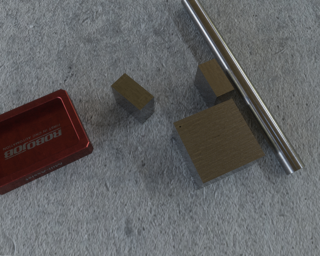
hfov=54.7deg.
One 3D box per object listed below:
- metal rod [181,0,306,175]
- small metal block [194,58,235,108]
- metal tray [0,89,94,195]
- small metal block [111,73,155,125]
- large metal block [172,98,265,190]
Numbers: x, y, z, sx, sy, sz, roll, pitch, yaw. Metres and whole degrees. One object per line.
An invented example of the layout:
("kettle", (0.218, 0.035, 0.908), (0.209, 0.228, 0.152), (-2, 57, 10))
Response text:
("metal rod", (0.108, -0.073, 0.436), (0.025, 0.025, 0.299), (-24, 72, -9))
("small metal block", (0.071, -0.056, 0.416), (0.025, 0.050, 0.050), (-25, 72, -9))
("metal tray", (-0.164, 0.016, 0.397), (0.131, 0.030, 0.090), (-25, 72, -9))
("small metal block", (-0.034, -0.037, 0.408), (0.050, 0.050, 0.025), (40, 75, 13))
("large metal block", (0.069, 0.021, 0.388), (0.080, 0.050, 0.080), (-23, 72, -8))
